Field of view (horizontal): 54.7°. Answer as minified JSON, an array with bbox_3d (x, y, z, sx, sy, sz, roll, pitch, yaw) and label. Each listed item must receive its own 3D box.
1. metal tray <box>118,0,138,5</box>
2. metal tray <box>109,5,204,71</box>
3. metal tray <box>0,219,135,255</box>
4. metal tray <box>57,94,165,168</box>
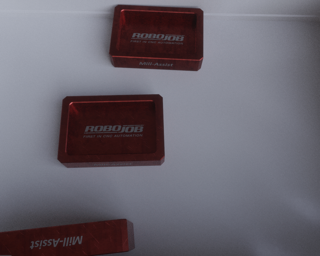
[{"bbox_3d":[-0.038,-0.258,0.450,0.030,0.130,0.090,20,71,7],"label":"metal tray"},{"bbox_3d":[-0.003,-0.133,0.455,0.131,0.030,0.090,3,70,0],"label":"metal tray"},{"bbox_3d":[-0.096,0.121,0.329,0.131,0.090,0.030,-6,71,-3],"label":"metal tray"},{"bbox_3d":[-0.061,0.004,0.404,0.131,0.030,0.090,-1,70,-1],"label":"metal tray"}]
